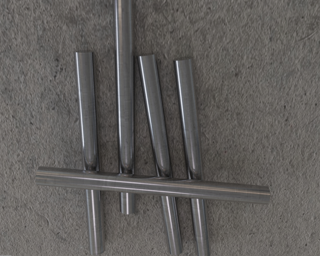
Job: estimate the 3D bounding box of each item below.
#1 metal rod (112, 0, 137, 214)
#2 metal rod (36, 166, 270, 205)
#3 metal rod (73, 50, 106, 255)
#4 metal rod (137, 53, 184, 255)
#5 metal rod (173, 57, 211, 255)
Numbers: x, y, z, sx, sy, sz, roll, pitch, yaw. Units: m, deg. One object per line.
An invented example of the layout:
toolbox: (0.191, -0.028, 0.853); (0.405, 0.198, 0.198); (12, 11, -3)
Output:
metal rod: (-0.044, -0.021, 0.401); (0.025, 0.025, 0.298); (1, 110, -1)
metal rod: (-0.007, 0.076, 0.409); (0.302, 0.025, 0.025); (5, 110, -2)
metal rod: (-0.094, 0.047, 0.426); (0.025, 0.025, 0.298); (1, 110, -1)
metal rod: (0.004, 0.049, 0.427); (0.025, 0.025, 0.298); (-7, 110, 2)
metal rod: (0.048, 0.054, 0.429); (0.025, 0.025, 0.298); (-7, 110, 2)
